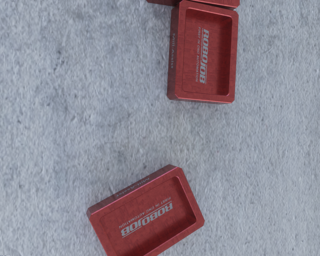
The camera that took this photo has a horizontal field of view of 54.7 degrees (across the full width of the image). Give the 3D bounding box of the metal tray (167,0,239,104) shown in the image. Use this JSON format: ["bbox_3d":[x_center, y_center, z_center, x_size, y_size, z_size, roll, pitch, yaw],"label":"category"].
[{"bbox_3d":[0.060,-0.101,0.429,0.091,0.030,0.129,3,89,-21],"label":"metal tray"}]

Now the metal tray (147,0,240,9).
[{"bbox_3d":[0.046,-0.213,0.424,0.131,0.030,0.089,0,90,-21],"label":"metal tray"}]

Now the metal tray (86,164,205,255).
[{"bbox_3d":[-0.016,0.116,0.401,0.131,0.030,0.090,-26,99,-18],"label":"metal tray"}]
